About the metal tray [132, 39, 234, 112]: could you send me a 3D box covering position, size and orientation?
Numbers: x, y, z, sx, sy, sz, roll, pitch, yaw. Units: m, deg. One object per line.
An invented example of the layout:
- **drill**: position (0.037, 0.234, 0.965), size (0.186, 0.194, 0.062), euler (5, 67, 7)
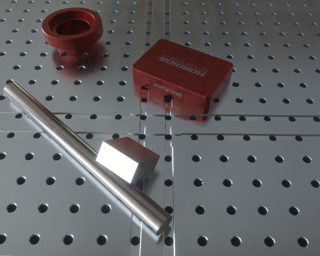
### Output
- **metal tray**: position (0.034, -0.085, 0.476), size (0.130, 0.030, 0.090), euler (25, 54, 19)

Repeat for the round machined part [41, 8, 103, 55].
- **round machined part**: position (-0.147, -0.163, 0.531), size (0.099, 0.042, 0.098), euler (0, 50, 0)

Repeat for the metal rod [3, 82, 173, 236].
- **metal rod**: position (-0.106, 0.023, 0.386), size (0.300, 0.025, 0.025), euler (36, 58, 26)

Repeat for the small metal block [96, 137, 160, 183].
- **small metal block**: position (-0.036, 0.035, 0.361), size (0.050, 0.025, 0.050), euler (29, 17, 22)
